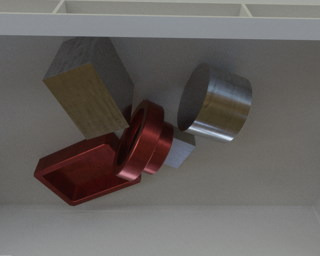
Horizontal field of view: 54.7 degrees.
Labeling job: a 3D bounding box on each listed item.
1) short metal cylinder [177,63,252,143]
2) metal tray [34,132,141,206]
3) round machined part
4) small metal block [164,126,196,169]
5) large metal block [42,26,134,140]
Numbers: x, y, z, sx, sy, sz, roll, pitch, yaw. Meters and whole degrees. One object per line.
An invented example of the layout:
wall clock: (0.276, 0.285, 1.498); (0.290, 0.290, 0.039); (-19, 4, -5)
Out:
short metal cylinder: (0.059, -0.028, 0.351); (0.050, 0.080, 0.079); (17, 128, -14)
metal tray: (-0.104, 0.063, 0.457); (0.130, 0.030, 0.090); (-23, 127, 17)
round machined part: (-0.018, 0.018, 0.376); (0.042, 0.098, 0.097); (24, 126, -16)
small metal block: (0.014, 0.025, 0.430); (0.050, 0.025, 0.050); (22, 127, -18)
large metal block: (-0.069, -0.048, 0.331); (0.050, 0.080, 0.080); (-17, 128, 13)
